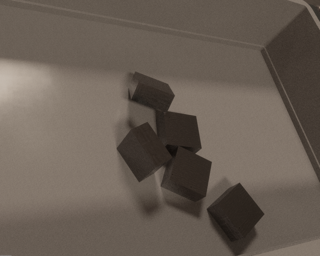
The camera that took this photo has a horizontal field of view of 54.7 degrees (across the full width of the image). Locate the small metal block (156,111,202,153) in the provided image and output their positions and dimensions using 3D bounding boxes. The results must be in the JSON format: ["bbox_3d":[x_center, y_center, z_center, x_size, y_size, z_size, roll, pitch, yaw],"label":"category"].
[{"bbox_3d":[0.024,0.008,0.416,0.050,0.025,0.050,8,58,-24],"label":"small metal block"}]

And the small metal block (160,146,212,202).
[{"bbox_3d":[0.034,0.058,0.390,0.050,0.025,0.050,27,52,-12],"label":"small metal block"}]

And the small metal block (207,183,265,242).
[{"bbox_3d":[0.097,0.107,0.395,0.050,0.025,0.050,-30,79,-38],"label":"small metal block"}]

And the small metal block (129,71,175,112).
[{"bbox_3d":[-0.012,-0.049,0.415,0.050,0.025,0.050,19,21,-18],"label":"small metal block"}]

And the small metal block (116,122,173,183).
[{"bbox_3d":[-0.020,0.029,0.363,0.025,0.050,0.050,-27,77,-37],"label":"small metal block"}]
